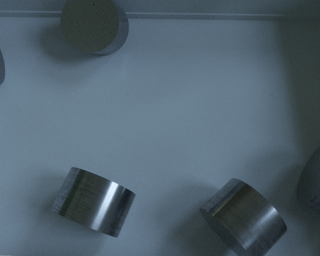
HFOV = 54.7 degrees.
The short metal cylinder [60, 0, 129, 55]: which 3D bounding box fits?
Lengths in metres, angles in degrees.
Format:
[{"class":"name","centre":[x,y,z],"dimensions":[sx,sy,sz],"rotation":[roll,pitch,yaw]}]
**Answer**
[{"class":"short metal cylinder","centre":[-0.089,-0.143,0.430],"dimensions":[0.080,0.050,0.079],"rotation":[1,100,9]}]

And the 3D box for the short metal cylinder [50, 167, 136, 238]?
[{"class":"short metal cylinder","centre":[-0.074,0.084,0.349],"dimensions":[0.080,0.080,0.050],"rotation":[21,72,7]}]

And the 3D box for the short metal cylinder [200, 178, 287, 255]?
[{"class":"short metal cylinder","centre":[0.090,0.103,0.343],"dimensions":[0.050,0.080,0.080],"rotation":[-40,75,-13]}]

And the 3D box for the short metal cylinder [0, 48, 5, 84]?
[{"class":"short metal cylinder","centre":[-0.251,-0.093,0.413],"dimensions":[0.050,0.080,0.080],"rotation":[-11,71,-4]}]

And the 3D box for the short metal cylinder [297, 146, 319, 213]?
[{"class":"short metal cylinder","centre":[0.203,0.062,0.359],"dimensions":[0.050,0.080,0.080],"rotation":[25,72,9]}]
